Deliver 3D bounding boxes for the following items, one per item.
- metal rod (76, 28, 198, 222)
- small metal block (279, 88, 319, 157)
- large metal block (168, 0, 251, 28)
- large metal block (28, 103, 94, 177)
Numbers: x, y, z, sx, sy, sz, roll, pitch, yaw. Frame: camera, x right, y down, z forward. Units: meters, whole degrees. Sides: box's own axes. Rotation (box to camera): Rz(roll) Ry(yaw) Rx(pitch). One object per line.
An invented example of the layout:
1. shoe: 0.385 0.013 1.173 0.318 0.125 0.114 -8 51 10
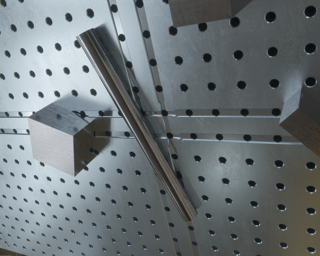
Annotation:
1. metal rod: -0.024 0.007 0.426 0.025 0.025 0.299 -18 110 34
2. small metal block: 0.151 -0.007 0.311 0.050 0.050 0.025 39 129 1
3. large metal block: 0.041 -0.139 0.267 0.050 0.080 0.080 0 118 28
4. large metal block: -0.152 0.018 0.484 0.080 0.050 0.079 20 126 16
